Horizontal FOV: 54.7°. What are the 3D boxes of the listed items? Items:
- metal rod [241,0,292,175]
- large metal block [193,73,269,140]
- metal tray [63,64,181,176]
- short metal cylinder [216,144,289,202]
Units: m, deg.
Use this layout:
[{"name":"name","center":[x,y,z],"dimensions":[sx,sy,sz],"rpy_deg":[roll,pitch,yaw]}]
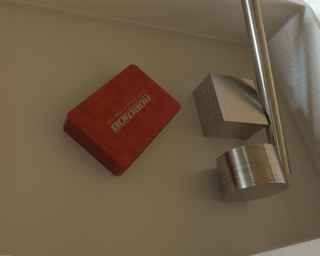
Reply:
[{"name":"metal rod","center":[0.156,-0.077,0.464],"dimensions":[0.025,0.025,0.298],"rpy_deg":[-13,92,-34]},{"name":"large metal block","center":[0.104,-0.031,0.467],"dimensions":[0.081,0.050,0.080],"rpy_deg":[4,60,-27]},{"name":"metal tray","center":[-0.042,-0.015,0.390],"dimensions":[0.090,0.030,0.131],"rpy_deg":[42,51,0]},{"name":"short metal cylinder","center":[0.117,0.060,0.399],"dimensions":[0.081,0.080,0.050],"rpy_deg":[6,59,-26]}]
